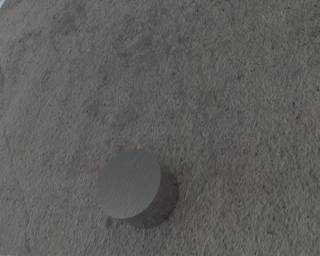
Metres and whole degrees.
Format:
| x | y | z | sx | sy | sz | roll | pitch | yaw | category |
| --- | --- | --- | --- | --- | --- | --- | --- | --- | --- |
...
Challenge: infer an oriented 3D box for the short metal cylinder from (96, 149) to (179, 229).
| x | y | z | sx | sy | sz | roll | pitch | yaw | category |
| --- | --- | --- | --- | --- | --- | --- | --- | --- | --- |
| -0.025 | 0.071 | 0.359 | 0.080 | 0.050 | 0.080 | -13 | 56 | 21 | short metal cylinder |
